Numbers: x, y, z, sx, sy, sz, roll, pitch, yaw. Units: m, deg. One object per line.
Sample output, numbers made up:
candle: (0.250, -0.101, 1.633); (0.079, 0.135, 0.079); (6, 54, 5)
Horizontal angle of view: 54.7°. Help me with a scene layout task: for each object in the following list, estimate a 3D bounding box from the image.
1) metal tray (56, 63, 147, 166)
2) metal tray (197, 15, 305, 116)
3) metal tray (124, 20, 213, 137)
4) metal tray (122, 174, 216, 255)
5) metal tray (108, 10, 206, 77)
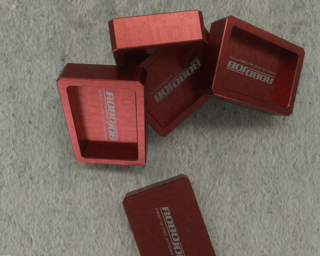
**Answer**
metal tray: (-0.061, -0.011, 0.365); (0.091, 0.030, 0.129); (3, 132, 1)
metal tray: (0.115, -0.071, 0.381); (0.131, 0.030, 0.089); (12, 90, -27)
metal tray: (0.021, -0.064, 0.397); (0.130, 0.030, 0.090); (-41, 102, 1)
metal tray: (0.014, 0.136, 0.408); (0.090, 0.030, 0.129); (-19, 90, -1)
metal tray: (-0.006, -0.089, 0.354); (0.091, 0.130, 0.030); (-8, 87, -4)
